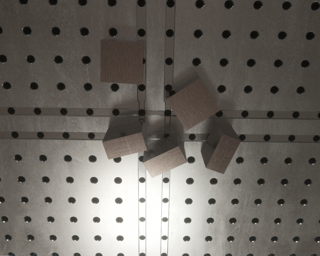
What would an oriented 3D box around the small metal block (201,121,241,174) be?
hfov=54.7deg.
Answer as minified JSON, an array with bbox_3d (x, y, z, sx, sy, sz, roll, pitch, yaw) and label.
[{"bbox_3d":[0.079,0.025,0.410,0.025,0.050,0.050,20,109,-8],"label":"small metal block"}]

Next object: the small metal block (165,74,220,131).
[{"bbox_3d":[0.042,-0.033,0.402,0.050,0.025,0.050,-32,107,10],"label":"small metal block"}]

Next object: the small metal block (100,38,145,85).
[{"bbox_3d":[-0.046,-0.082,0.382,0.050,0.025,0.050,4,110,-2],"label":"small metal block"}]

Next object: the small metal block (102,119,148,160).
[{"bbox_3d":[-0.043,0.014,0.405,0.050,0.050,0.025,-14,110,4],"label":"small metal block"}]

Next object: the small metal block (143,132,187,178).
[{"bbox_3d":[0.006,0.035,0.413,0.050,0.050,0.025,-26,108,9],"label":"small metal block"}]
